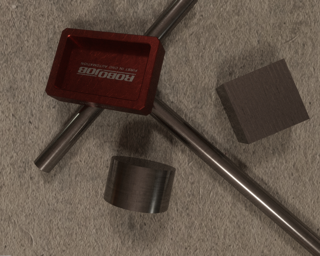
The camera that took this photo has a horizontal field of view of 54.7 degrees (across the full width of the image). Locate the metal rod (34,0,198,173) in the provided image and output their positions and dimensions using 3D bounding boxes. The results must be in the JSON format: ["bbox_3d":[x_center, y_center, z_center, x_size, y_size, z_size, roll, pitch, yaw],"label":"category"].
[{"bbox_3d":[-0.057,-0.062,0.409,0.025,0.025,0.300,41,90,-1],"label":"metal rod"}]

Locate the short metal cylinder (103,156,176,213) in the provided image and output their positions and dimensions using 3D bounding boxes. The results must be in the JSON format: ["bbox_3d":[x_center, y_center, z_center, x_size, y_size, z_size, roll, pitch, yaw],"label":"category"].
[{"bbox_3d":[-0.025,0.067,0.382,0.080,0.080,0.050,11,90,-1],"label":"short metal cylinder"}]

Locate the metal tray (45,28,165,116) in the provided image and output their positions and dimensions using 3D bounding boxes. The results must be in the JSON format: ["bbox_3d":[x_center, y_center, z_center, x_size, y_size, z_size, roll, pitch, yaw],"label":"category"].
[{"bbox_3d":[-0.067,-0.071,0.383,0.131,0.030,0.090,10,81,15],"label":"metal tray"}]

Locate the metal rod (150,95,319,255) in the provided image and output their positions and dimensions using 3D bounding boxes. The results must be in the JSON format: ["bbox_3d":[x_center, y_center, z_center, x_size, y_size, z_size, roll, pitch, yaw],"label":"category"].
[{"bbox_3d":[0.100,0.064,0.411,0.300,0.025,0.025,41,90,-1],"label":"metal rod"}]

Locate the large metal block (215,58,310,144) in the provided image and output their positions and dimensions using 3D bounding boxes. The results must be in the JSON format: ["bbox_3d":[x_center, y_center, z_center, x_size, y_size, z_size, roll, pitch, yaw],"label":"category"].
[{"bbox_3d":[0.129,-0.033,0.399,0.080,0.050,0.080,-23,90,-1],"label":"large metal block"}]
